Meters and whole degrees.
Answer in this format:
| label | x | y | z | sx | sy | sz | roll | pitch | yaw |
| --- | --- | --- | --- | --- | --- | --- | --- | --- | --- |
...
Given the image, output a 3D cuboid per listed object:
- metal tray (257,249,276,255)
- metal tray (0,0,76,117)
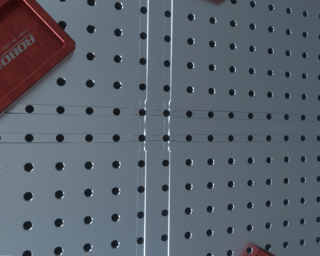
| label | x | y | z | sx | sy | sz | roll | pitch | yaw |
| --- | --- | --- | --- | --- | --- | --- | --- | --- | --- |
| metal tray | 0.157 | 0.266 | 0.470 | 0.090 | 0.030 | 0.130 | 43 | 76 | -15 |
| metal tray | -0.173 | -0.082 | 0.345 | 0.130 | 0.030 | 0.090 | -47 | 105 | -14 |
